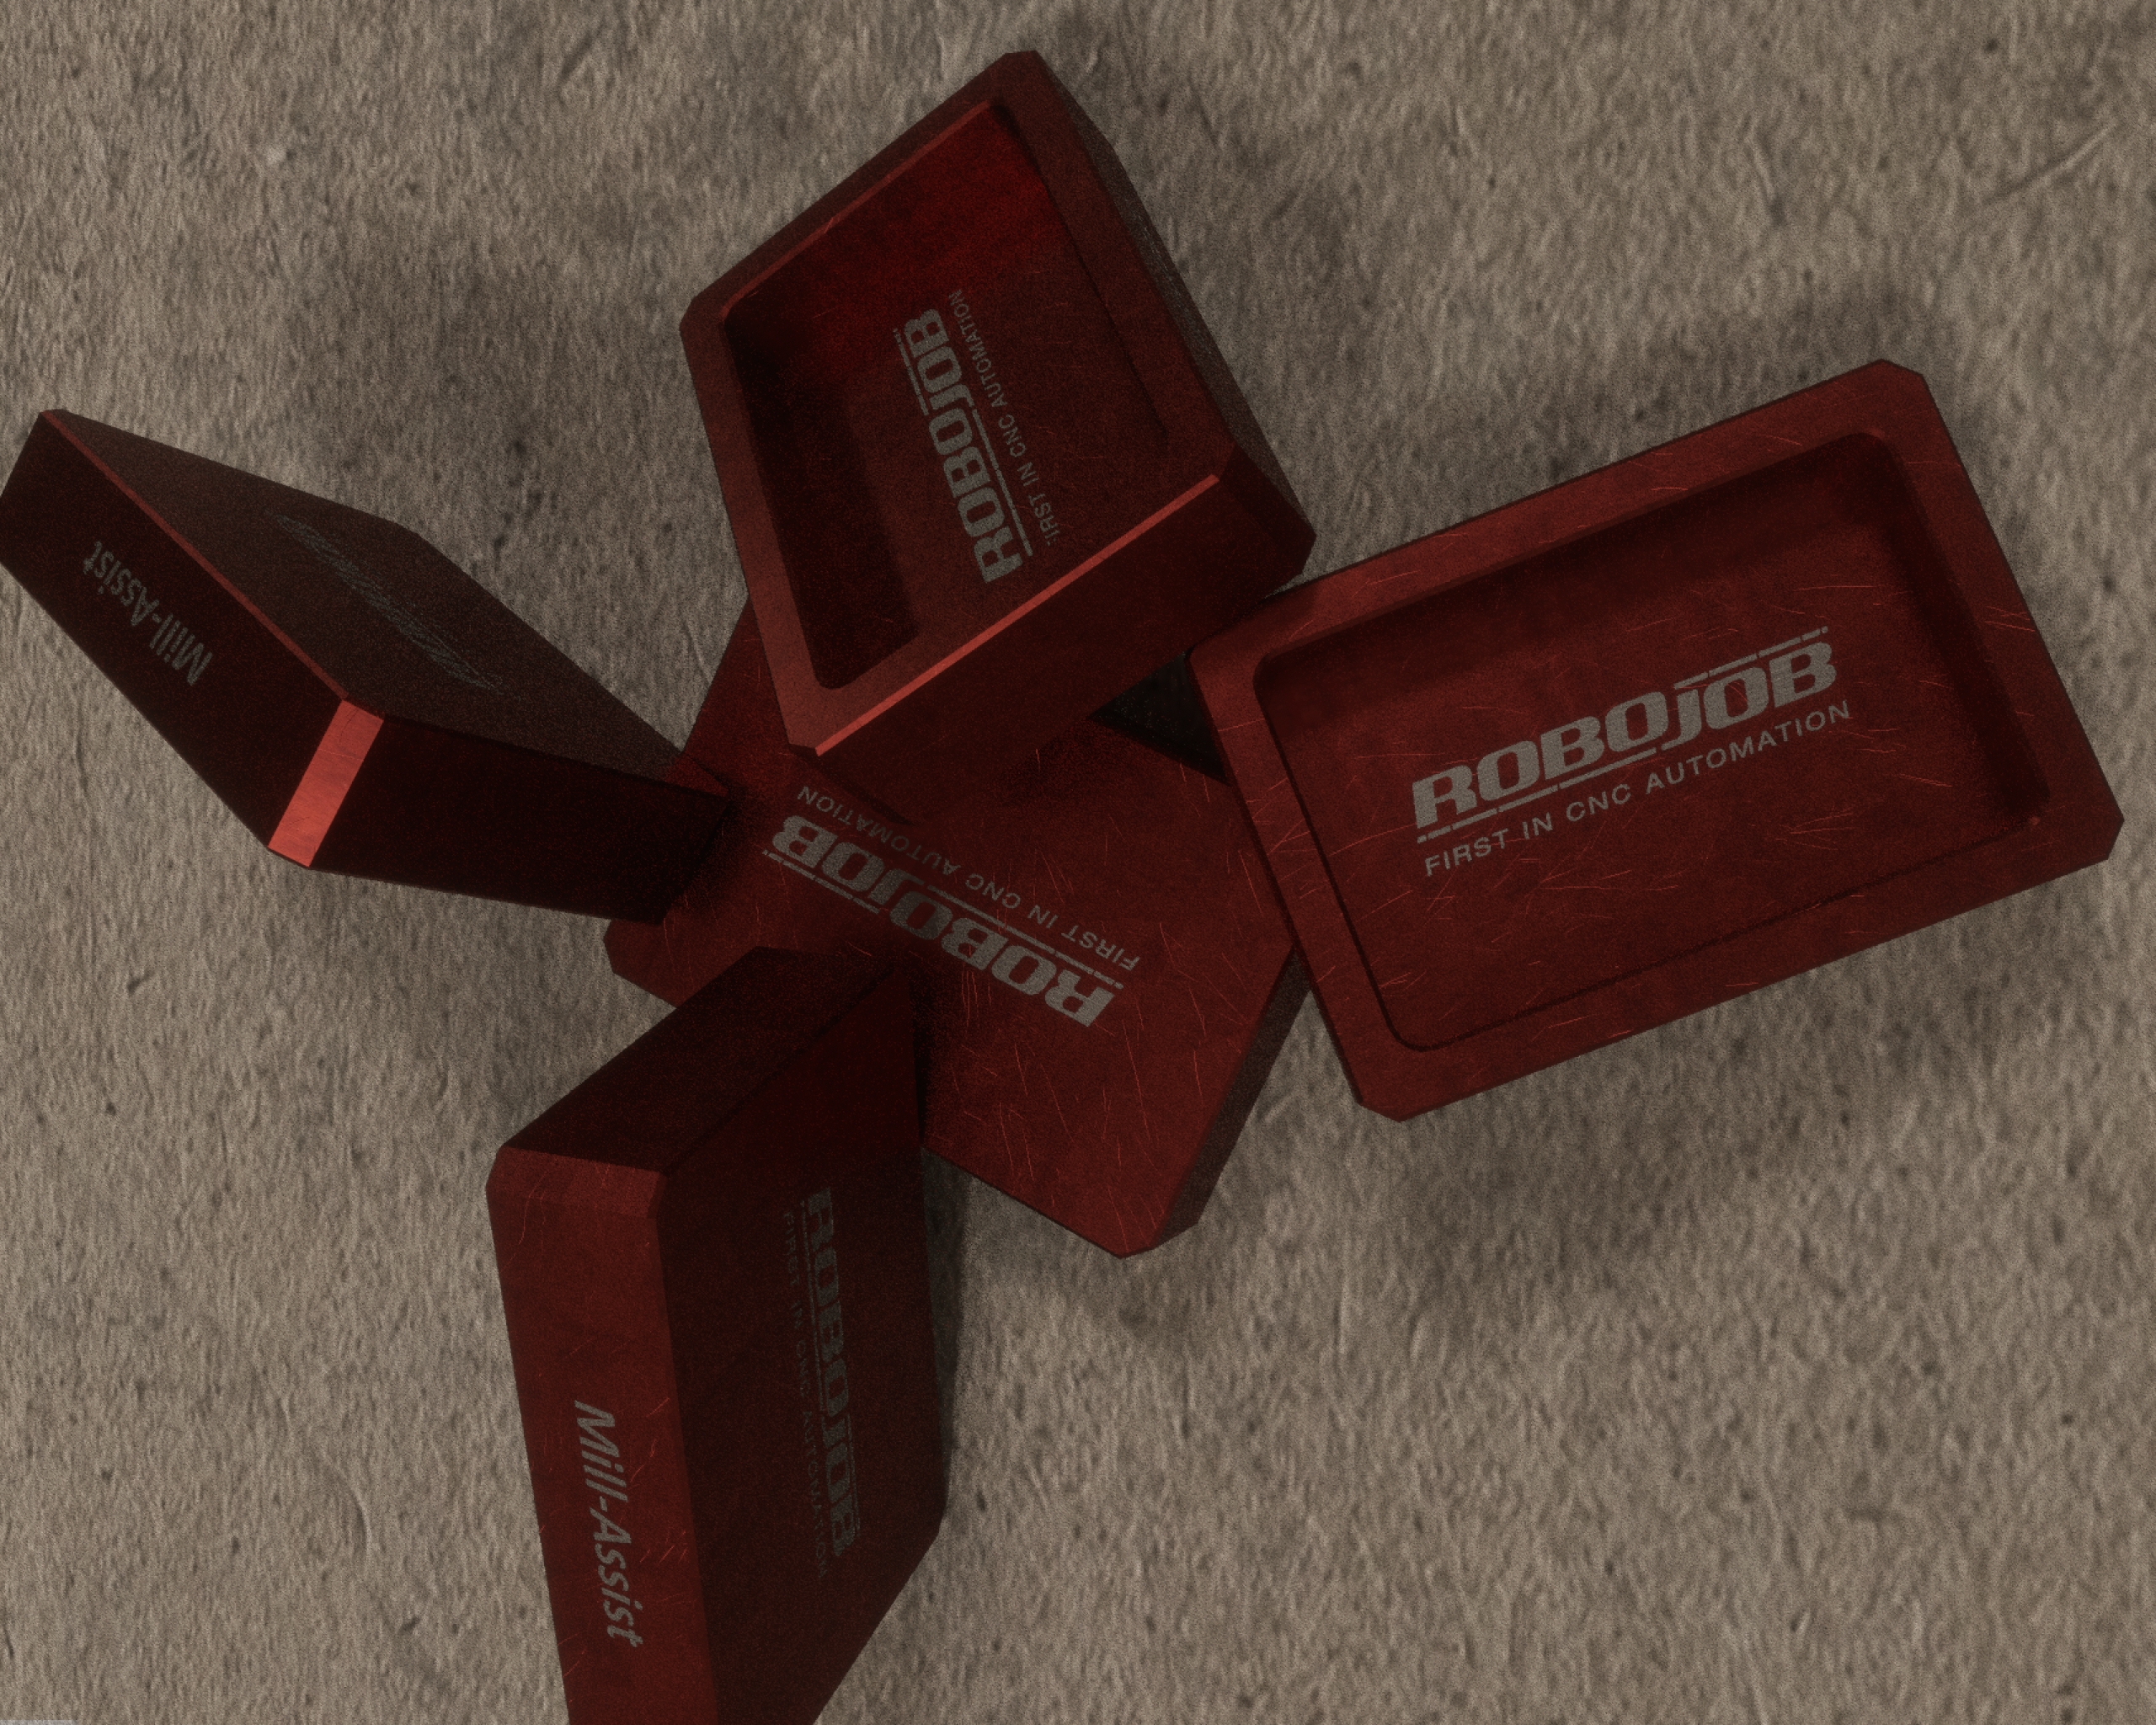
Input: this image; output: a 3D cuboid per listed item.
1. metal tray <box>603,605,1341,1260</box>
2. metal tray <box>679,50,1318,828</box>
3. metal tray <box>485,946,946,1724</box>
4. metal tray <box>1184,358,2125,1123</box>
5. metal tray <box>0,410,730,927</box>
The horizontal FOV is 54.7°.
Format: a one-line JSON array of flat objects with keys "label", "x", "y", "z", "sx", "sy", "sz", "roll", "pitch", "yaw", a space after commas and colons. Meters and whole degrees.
[{"label": "metal tray", "x": -0.020, "y": 0.008, "z": 0.413, "sx": 0.130, "sy": 0.030, "sz": 0.090, "roll": 27, "pitch": 99, "yaw": 17}, {"label": "metal tray", "x": -0.021, "y": -0.081, "z": 0.383, "sx": 0.090, "sy": 0.030, "sz": 0.130, "roll": -33, "pitch": 51, "yaw": 16}, {"label": "metal tray", "x": -0.059, "y": 0.091, "z": 0.375, "sx": 0.030, "sy": 0.090, "sz": 0.129, "roll": 6, "pitch": 113, "yaw": 20}, {"label": "metal tray", "x": 0.094, "y": -0.019, "z": 0.357, "sx": 0.131, "sy": 0.030, "sz": 0.090, "roll": -21, "pitch": 83, "yaw": 3}, {"label": "metal tray", "x": -0.141, "y": -0.038, "z": 0.407, "sx": 0.130, "sy": 0.090, "sz": 0.030, "roll": 37, "pitch": 102, "yaw": 33}]
